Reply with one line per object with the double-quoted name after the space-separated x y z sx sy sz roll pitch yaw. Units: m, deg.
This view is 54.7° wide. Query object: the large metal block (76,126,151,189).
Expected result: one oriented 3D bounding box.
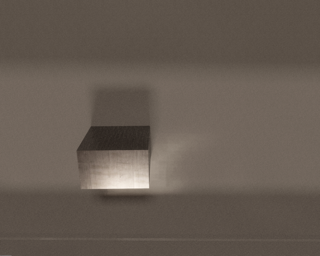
-0.054 0.034 0.394 0.081 0.080 0.050 -1 110 0 "large metal block"
